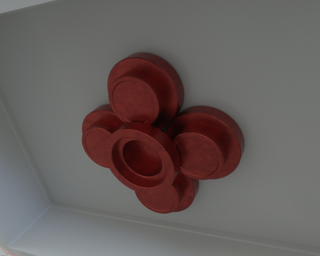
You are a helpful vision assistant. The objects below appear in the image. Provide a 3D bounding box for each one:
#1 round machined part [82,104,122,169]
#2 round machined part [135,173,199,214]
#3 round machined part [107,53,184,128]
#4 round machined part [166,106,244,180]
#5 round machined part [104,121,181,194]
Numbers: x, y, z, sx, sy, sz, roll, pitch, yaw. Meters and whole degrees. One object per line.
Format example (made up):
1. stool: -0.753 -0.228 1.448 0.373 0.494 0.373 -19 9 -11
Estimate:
1. round machined part: -0.072 0.019 0.444 0.098 0.042 0.097 13 124 21
2. round machined part: 0.002 0.083 0.445 0.098 0.042 0.097 12 122 20
3. round machined part: -0.024 -0.039 0.382 0.098 0.042 0.097 13 124 21
4. round machined part: 0.051 0.025 0.384 0.098 0.042 0.097 13 124 21
5. round machined part: -0.019 0.034 0.399 0.098 0.042 0.097 13 124 21
